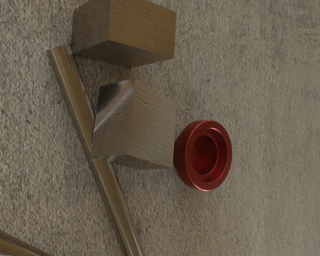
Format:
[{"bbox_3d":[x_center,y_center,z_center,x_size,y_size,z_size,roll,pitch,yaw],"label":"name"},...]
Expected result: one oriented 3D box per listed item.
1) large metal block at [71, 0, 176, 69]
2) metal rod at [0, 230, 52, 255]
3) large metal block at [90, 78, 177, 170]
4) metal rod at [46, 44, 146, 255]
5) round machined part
[{"bbox_3d":[-0.040,-0.102,0.336,0.081,0.080,0.050,5,87,-40],"label":"large metal block"},{"bbox_3d":[-0.122,0.133,0.304,0.300,0.025,0.025,45,63,-31],"label":"metal rod"},{"bbox_3d":[-0.026,0.000,0.349,0.080,0.050,0.080,26,63,-51],"label":"large metal block"},{"bbox_3d":[-0.062,0.056,0.354,0.025,0.025,0.298,-28,108,-37],"label":"metal rod"},{"bbox_3d":[0.056,0.038,0.444,0.099,0.042,0.097,0,90,-40],"label":"round machined part"}]
